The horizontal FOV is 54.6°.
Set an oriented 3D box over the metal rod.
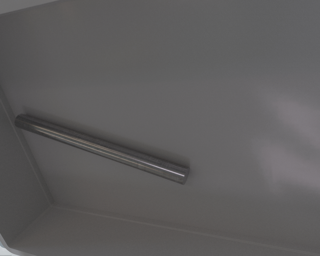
[{"bbox_3d":[-0.100,0.028,0.479,0.301,0.025,0.025,16,125,19],"label":"metal rod"}]
